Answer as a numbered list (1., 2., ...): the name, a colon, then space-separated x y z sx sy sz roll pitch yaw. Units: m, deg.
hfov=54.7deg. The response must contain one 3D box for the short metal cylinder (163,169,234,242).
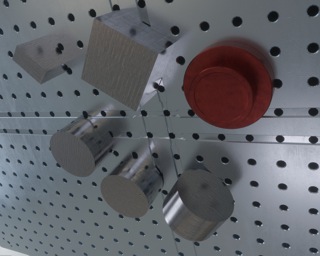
1. short metal cylinder: 0.050 0.101 0.412 0.080 0.080 0.050 33 129 7

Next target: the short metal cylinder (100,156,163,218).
1. short metal cylinder: -0.043 0.090 0.473 0.080 0.050 0.079 13 124 21

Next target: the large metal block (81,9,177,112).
1. large metal block: -0.038 -0.080 0.366 0.080 0.050 0.079 31 128 8

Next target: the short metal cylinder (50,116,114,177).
1. short metal cylinder: -0.119 0.028 0.476 0.080 0.050 0.079 13 124 21

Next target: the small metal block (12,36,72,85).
1. small metal block: -0.160 -0.093 0.422 0.050 0.050 0.025 42 129 -1

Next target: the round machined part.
1. round machined part: 0.071 -0.041 0.338 0.098 0.042 0.097 13 124 21
